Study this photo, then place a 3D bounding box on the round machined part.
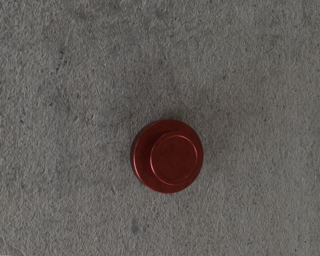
[{"bbox_3d":[0.014,0.038,0.405,0.099,0.042,0.097,0,90,-20],"label":"round machined part"}]
